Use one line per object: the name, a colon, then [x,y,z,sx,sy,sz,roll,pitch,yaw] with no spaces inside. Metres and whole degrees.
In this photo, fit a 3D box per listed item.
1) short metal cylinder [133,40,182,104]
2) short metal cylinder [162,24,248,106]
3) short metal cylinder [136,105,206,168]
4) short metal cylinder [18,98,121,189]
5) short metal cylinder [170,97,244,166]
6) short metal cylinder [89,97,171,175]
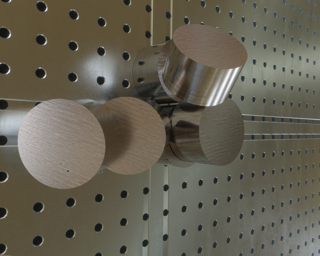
short metal cylinder: [0.012,-0.071,0.402,0.081,0.050,0.079,0,90,-40]
short metal cylinder: [0.047,-0.070,0.338,0.081,0.080,0.050,-30,152,-36]
short metal cylinder: [0.016,0.009,0.405,0.081,0.050,0.079,0,90,-40]
short metal cylinder: [-0.083,0.012,0.295,0.050,0.080,0.079,-37,122,-81]
short metal cylinder: [0.056,0.003,0.372,0.081,0.050,0.079,0,90,-40]
short metal cylinder: [-0.030,0.006,0.338,0.050,0.080,0.079,-33,118,-80]
